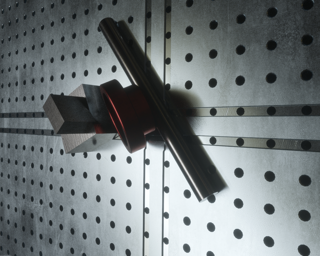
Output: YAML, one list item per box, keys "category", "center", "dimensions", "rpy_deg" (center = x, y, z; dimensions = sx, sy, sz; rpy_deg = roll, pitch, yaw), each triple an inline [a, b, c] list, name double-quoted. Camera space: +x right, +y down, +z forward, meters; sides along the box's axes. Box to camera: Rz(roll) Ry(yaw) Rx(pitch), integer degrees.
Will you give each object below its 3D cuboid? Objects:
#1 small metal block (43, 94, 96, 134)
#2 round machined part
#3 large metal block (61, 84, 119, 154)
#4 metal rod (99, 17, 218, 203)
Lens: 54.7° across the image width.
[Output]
- category: "small metal block"
  center: [-0.125, -0.019, 0.429]
  dimensions: [0.025, 0.050, 0.050]
  rpy_deg: [-50, 61, 28]
- category: "round machined part"
  center: [-0.039, -0.019, 0.407]
  dimensions: [0.098, 0.042, 0.098]
  rpy_deg: [59, 166, 26]
- category: "large metal block"
  center: [-0.114, -0.013, 0.484]
  dimensions: [0.080, 0.050, 0.080]
  rpy_deg: [-30, 72, 36]
- category: "metal rod"
  center: [-0.012, -0.039, 0.417]
  dimensions: [0.025, 0.025, 0.299]
  rpy_deg: [-44, 64, 31]
